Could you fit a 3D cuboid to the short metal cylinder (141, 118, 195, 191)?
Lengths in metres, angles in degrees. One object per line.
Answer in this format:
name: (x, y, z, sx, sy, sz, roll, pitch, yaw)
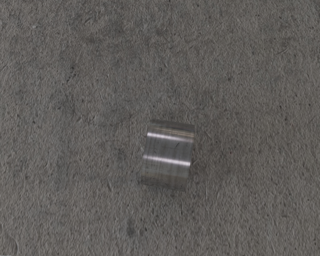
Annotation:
short metal cylinder: (0.010, 0.032, 0.368, 0.050, 0.080, 0.080, 9, 70, 3)
